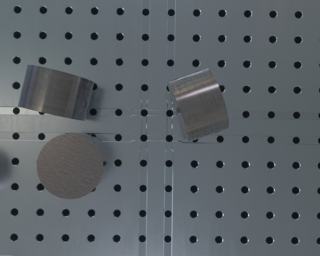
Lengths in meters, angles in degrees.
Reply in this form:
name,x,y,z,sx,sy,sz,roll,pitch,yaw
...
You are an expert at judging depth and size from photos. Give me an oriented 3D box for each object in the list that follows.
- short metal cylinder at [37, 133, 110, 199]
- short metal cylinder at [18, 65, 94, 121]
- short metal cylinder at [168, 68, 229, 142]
name,x,y,z,sx,sy,sz,roll,pitch,yaw
short metal cylinder,-0.109,0.046,0.400,0.081,0.050,0.079,0,90,0
short metal cylinder,-0.128,-0.042,0.385,0.080,0.080,0.050,13,90,0
short metal cylinder,0.046,-0.028,0.386,0.050,0.080,0.080,-19,90,0
